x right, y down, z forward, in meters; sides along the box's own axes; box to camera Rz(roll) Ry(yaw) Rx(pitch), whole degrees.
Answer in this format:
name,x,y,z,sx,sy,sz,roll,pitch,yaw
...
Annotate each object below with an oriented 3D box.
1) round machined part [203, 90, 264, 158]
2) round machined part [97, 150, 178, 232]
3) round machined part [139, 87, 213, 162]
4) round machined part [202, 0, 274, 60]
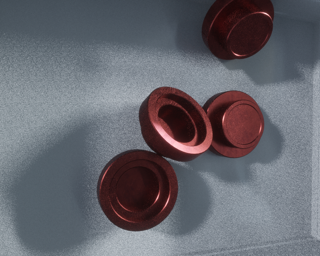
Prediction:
name,x,y,z,sx,sy,sz,roll,pitch,yaw
round machined part,0.108,-0.005,0.443,0.099,0.042,0.097,0,90,-21
round machined part,-0.030,0.075,0.391,0.099,0.042,0.097,0,90,-20
round machined part,0.015,-0.001,0.392,0.099,0.042,0.098,21,48,-26
round machined part,0.109,-0.132,0.414,0.099,0.042,0.097,-15,140,-13
